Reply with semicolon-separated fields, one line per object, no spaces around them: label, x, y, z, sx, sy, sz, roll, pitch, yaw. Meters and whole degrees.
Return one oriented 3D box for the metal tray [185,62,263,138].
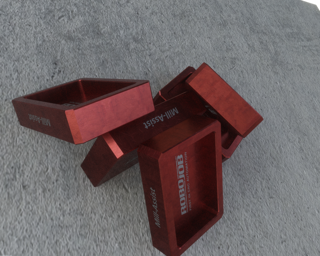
metal tray;0.076;-0.034;0.397;0.090;0.030;0.130;44;6;1

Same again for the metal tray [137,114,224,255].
metal tray;0.027;0.061;0.328;0.091;0.030;0.129;-28;122;-37

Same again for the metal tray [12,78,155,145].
metal tray;-0.081;-0.024;0.317;0.091;0.130;0.030;-27;116;-38

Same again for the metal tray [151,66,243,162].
metal tray;0.062;-0.020;0.450;0.130;0.030;0.090;44;51;2

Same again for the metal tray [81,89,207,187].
metal tray;-0.017;0.010;0.349;0.131;0.090;0.030;-28;78;-38
